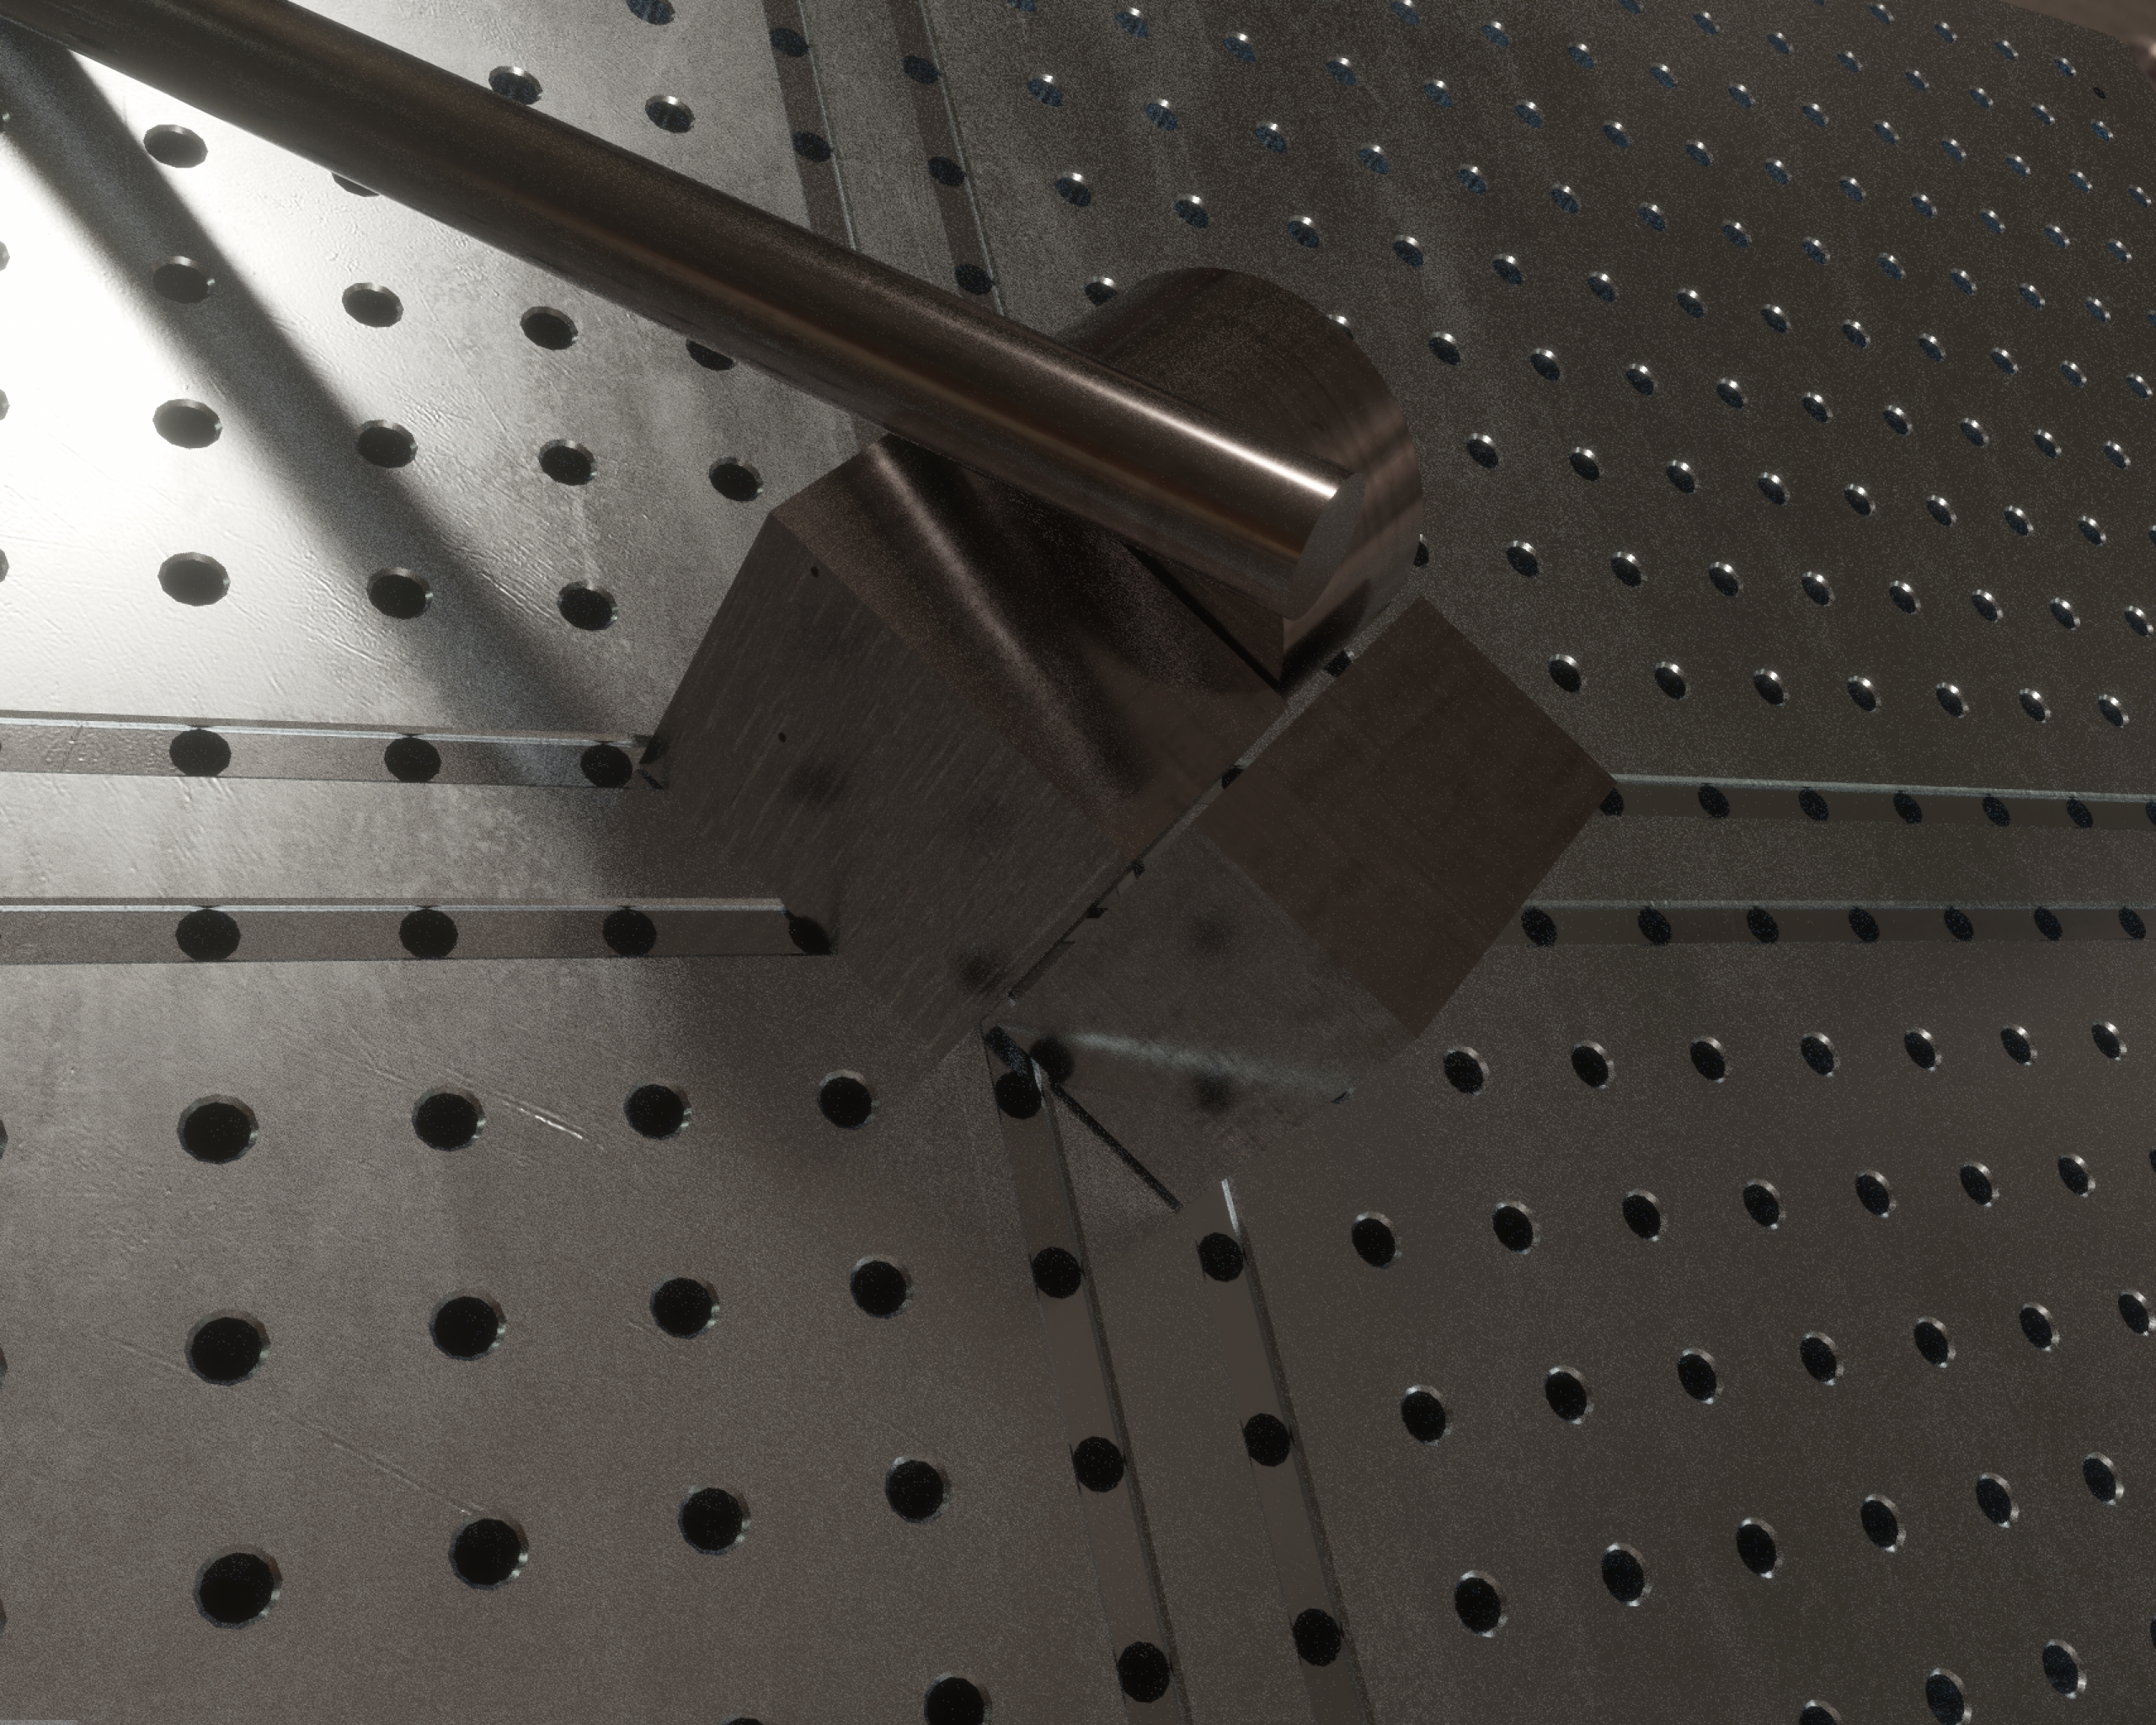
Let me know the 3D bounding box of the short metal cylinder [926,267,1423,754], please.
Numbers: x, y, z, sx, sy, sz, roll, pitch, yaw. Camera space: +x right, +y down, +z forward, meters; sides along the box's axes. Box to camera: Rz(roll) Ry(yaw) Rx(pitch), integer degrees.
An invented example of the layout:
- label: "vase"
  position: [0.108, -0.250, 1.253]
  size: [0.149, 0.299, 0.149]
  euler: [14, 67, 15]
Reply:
- label: "short metal cylinder"
  position: [0.017, -0.064, 0.389]
  size: [0.080, 0.080, 0.050]
  euler: [45, 51, 2]

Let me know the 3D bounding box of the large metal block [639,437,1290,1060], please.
- label: "large metal block"
  position: [-0.023, -0.023, 0.377]
  size: [0.080, 0.080, 0.050]
  euler: [44, 51, 2]

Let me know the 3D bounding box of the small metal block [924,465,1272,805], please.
- label: "small metal block"
  position: [0.005, -0.049, 0.443]
  size: [0.050, 0.025, 0.050]
  euler: [41, 51, -1]

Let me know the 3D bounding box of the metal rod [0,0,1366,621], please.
- label: "metal rod"
  position: [-0.090, -0.115, 0.364]
  size: [0.301, 0.025, 0.025]
  euler: [27, 49, 16]

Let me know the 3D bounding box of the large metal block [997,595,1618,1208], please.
- label: "large metal block"
  position: [0.042, 0.008, 0.390]
  size: [0.050, 0.080, 0.080]
  euler: [45, 51, 2]
